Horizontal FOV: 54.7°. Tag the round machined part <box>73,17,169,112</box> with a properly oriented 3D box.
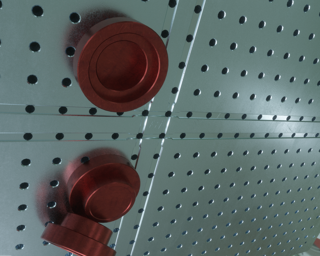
[{"bbox_3d":[-0.044,-0.069,0.334,0.099,0.042,0.097,-14,125,-21],"label":"round machined part"}]

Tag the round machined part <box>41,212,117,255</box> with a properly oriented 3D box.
[{"bbox_3d":[-0.103,0.146,0.412,0.098,0.098,0.042,49,53,-40],"label":"round machined part"}]

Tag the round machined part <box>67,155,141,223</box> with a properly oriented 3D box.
[{"bbox_3d":[-0.072,0.088,0.417,0.099,0.042,0.097,-14,125,-21],"label":"round machined part"}]
